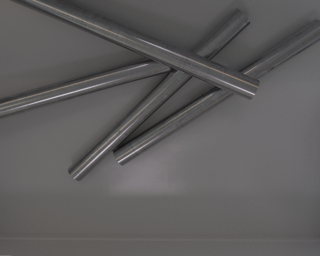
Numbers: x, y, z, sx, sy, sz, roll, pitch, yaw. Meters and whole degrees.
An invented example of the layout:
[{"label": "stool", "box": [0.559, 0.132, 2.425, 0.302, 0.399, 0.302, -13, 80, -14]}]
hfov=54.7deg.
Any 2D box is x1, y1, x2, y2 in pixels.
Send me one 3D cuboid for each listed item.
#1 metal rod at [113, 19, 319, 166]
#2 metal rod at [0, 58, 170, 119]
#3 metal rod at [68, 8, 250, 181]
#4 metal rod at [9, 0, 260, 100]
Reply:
[{"label": "metal rod", "box": [0.067, -0.039, 0.397, 0.300, 0.025, 0.025, -33, 107, 11]}, {"label": "metal rod", "box": [-0.136, -0.041, 0.381, 0.302, 0.025, 0.025, -16, 110, 0]}, {"label": "metal rod", "box": [-0.010, -0.034, 0.398, 0.299, 0.025, 0.025, -42, 105, 14]}, {"label": "metal rod", "box": [-0.030, -0.101, 0.355, 0.301, 0.025, 0.025, 22, 109, -1]}]
